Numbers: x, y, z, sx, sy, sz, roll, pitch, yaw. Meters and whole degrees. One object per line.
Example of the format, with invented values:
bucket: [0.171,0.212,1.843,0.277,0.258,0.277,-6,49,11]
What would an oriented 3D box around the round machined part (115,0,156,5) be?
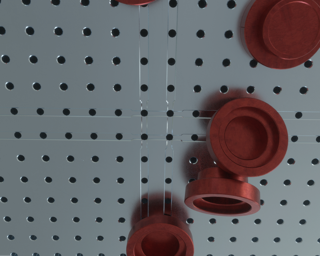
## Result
round machined part: [-0.027,-0.185,0.336,0.099,0.042,0.097,0,110,0]

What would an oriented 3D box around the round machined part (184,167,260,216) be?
round machined part: [0.084,0.085,0.419,0.098,0.042,0.098,6,150,4]

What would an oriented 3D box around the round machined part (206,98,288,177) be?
round machined part: [0.107,0.014,0.395,0.099,0.042,0.098,1,80,-6]

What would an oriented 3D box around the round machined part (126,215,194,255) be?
round machined part: [0.001,0.171,0.467,0.099,0.042,0.097,0,110,0]

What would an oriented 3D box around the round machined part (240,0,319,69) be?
round machined part: [0.148,-0.117,0.362,0.099,0.042,0.097,0,110,0]
